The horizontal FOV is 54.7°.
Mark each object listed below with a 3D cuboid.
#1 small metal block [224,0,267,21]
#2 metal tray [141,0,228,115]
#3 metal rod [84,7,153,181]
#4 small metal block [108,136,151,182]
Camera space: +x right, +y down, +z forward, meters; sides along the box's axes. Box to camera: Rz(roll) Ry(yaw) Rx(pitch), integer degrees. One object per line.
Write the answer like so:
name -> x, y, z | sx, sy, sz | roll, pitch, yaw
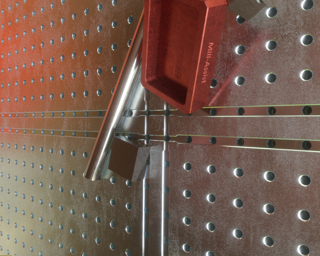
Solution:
small metal block -> 0.080, -0.147, 0.325 | 0.025, 0.050, 0.050 | -36, 68, 32
metal tray -> 0.020, -0.091, 0.354 | 0.090, 0.030, 0.129 | 36, 137, 33
metal rod -> -0.054, -0.054, 0.451 | 0.025, 0.025, 0.298 | 35, 112, 34
small metal block -> -0.044, 0.043, 0.444 | 0.050, 0.025, 0.050 | 20, 103, 38
